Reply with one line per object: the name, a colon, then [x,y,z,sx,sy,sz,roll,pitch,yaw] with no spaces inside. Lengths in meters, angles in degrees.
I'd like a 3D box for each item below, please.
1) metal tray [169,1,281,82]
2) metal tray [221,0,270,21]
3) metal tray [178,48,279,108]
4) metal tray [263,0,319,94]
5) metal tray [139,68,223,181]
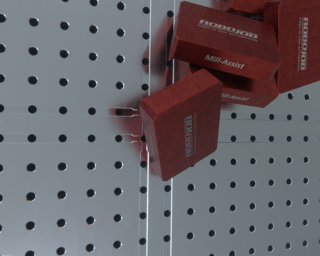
metal tray: [0.082,-0.113,0.398,0.131,0.030,0.090,13,49,-5]
metal tray: [0.156,-0.209,0.466,0.131,0.030,0.090,-1,91,-20]
metal tray: [0.091,-0.080,0.422,0.131,0.030,0.090,6,60,-20]
metal tray: [0.200,-0.125,0.461,0.091,0.030,0.129,-19,116,-19]
metal tray: [0.028,0.001,0.377,0.090,0.030,0.129,-29,143,-17]
